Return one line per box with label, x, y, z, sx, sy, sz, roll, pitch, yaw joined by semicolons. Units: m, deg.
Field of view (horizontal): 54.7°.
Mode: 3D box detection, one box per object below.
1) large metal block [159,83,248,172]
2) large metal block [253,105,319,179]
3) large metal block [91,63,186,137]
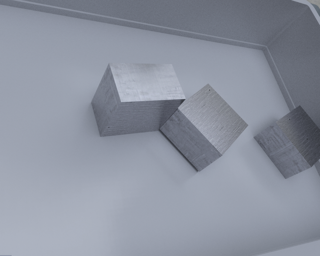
large metal block;0.060;-0.002;0.419;0.080;0.050;0.080;47;47;4
large metal block;0.210;0.021;0.490;0.081;0.050;0.080;-27;76;-37
large metal block;-0.029;-0.033;0.375;0.081;0.080;0.050;-6;65;-31
